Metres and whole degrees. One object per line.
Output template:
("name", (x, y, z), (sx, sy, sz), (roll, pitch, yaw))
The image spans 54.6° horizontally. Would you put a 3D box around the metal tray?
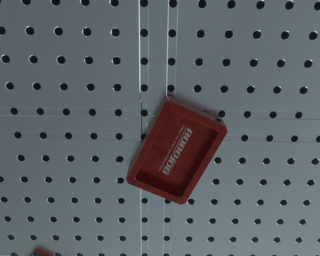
("metal tray", (0.021, 0.032, 0.422), (0.090, 0.030, 0.129), (24, 108, -9))
